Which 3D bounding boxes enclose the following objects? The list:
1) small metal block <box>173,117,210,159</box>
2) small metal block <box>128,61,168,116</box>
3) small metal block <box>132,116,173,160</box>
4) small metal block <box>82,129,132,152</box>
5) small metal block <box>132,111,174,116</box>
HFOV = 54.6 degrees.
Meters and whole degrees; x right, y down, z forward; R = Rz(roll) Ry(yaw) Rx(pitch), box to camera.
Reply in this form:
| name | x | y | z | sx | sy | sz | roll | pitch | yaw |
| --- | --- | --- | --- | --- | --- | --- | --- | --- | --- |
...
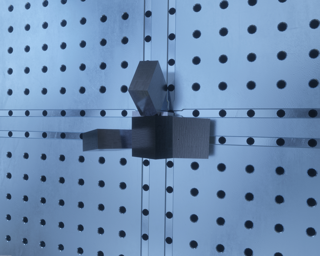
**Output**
| name | x | y | z | sx | sy | sz | roll | pitch | yaw |
| --- | --- | --- | --- | --- | --- | --- | --- | --- | --- |
| small metal block | 0.034 | 0.012 | 0.389 | 0.050 | 0.025 | 0.050 | 2 | 91 | -11 |
| small metal block | -0.014 | -0.050 | 0.394 | 0.025 | 0.050 | 0.050 | 3 | 55 | 21 |
| small metal block | -0.010 | 0.011 | 0.378 | 0.050 | 0.025 | 0.050 | -1 | 90 | 53 |
| small metal block | -0.070 | 0.017 | 0.414 | 0.050 | 0.050 | 0.025 | -12 | 78 | 54 |
| small metal block | -0.010 | 0.003 | 0.417 | 0.050 | 0.025 | 0.050 | 3 | 91 | 20 |
